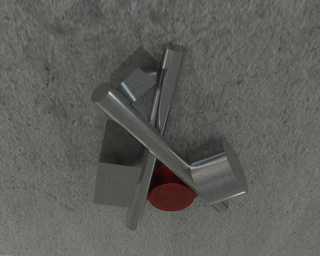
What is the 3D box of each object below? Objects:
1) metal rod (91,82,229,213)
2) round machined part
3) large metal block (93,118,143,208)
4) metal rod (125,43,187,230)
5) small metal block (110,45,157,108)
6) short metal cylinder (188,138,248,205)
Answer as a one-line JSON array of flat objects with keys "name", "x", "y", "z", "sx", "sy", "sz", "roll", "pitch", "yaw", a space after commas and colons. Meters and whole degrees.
[{"name": "metal rod", "x": 0.021, "y": 0.045, "z": 0.402, "sx": 0.025, "sy": 0.025, "sz": 0.300, "roll": -26, "pitch": 135, "yaw": 20}, {"name": "round machined part", "x": 0.017, "y": 0.092, "z": 0.477, "sx": 0.099, "sy": 0.042, "sz": 0.097, "roll": -1, "pitch": 130, "yaw": 0}, {"name": "large metal block", "x": -0.054, "y": 0.046, "z": 0.412, "sx": 0.050, "sy": 0.080, "sz": 0.079, "roll": 9, "pitch": 130, "yaw": -8}, {"name": "metal rod", "x": -0.014, "y": 0.034, "z": 0.417, "sx": 0.025, "sy": 0.025, "sz": 0.298, "roll": 9, "pitch": 124, "yaw": -8}, {"name": "small metal block", "x": -0.030, "y": -0.056, "z": 0.344, "sx": 0.050, "sy": 0.050, "sz": 0.025, "roll": -37, "pitch": 121, "yaw": 27}, {"name": "short metal cylinder", "x": 0.080, "y": 0.059, "z": 0.425, "sx": 0.050, "sy": 0.080, "sz": 0.080, "roll": -26, "pitch": 126, "yaw": 20}]
